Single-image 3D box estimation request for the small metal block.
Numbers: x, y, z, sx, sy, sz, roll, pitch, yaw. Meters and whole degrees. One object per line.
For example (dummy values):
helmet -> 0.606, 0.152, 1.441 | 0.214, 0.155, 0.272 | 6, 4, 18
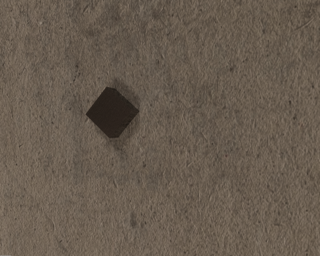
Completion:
small metal block -> -0.066, -0.021, 0.431 | 0.050, 0.025, 0.050 | 43, 103, 14
